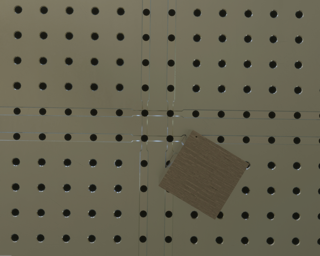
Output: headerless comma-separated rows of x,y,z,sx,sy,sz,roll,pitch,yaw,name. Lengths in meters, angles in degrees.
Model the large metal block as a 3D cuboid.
0.053,0.057,0.401,0.080,0.050,0.080,31,90,0,large metal block
